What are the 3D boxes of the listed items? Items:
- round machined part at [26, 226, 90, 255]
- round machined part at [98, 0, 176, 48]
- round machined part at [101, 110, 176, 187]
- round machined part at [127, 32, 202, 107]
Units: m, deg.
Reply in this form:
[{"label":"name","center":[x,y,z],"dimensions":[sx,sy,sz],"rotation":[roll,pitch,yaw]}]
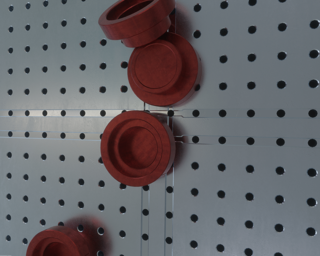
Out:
[{"label":"round machined part","center":[-0.143,0.192,0.455],"dimensions":[0.098,0.042,0.097],"rotation":[0,90,20]},{"label":"round machined part","center":[-0.025,-0.139,0.394],"dimensions":[0.098,0.098,0.042],"rotation":[-15,129,19]},{"label":"round machined part","center":[-0.026,0.026,0.413],"dimensions":[0.098,0.042,0.097],"rotation":[0,90,20]},{"label":"round machined part","center":[0.001,-0.077,0.403],"dimensions":[0.098,0.042,0.097],"rotation":[0,90,20]}]
